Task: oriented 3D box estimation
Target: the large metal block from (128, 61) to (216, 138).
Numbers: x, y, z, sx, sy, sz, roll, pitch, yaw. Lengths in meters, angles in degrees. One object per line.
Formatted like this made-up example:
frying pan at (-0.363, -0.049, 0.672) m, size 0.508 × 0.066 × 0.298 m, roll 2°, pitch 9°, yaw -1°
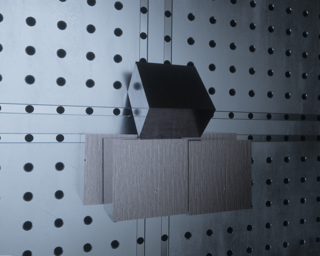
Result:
large metal block at (0.011, -0.034, 0.382) m, size 0.081 × 0.050 × 0.080 m, roll 0°, pitch 48°, yaw -21°

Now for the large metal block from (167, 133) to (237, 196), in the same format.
large metal block at (0.056, 0.047, 0.421) m, size 0.081 × 0.050 × 0.079 m, roll -1°, pitch 91°, yaw -20°

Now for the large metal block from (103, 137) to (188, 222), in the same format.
large metal block at (-0.017, 0.051, 0.338) m, size 0.081 × 0.050 × 0.079 m, roll 0°, pitch 90°, yaw -21°

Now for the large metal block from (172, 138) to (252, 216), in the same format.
large metal block at (0.060, 0.053, 0.367) m, size 0.081 × 0.050 × 0.079 m, roll 0°, pitch 90°, yaw -21°

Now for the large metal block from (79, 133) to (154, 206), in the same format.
large metal block at (-0.055, 0.047, 0.380) m, size 0.081 × 0.050 × 0.079 m, roll 2°, pitch 90°, yaw -21°
